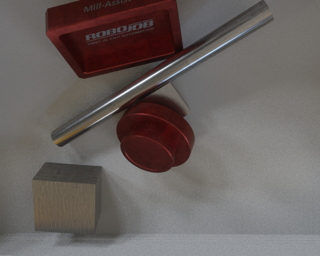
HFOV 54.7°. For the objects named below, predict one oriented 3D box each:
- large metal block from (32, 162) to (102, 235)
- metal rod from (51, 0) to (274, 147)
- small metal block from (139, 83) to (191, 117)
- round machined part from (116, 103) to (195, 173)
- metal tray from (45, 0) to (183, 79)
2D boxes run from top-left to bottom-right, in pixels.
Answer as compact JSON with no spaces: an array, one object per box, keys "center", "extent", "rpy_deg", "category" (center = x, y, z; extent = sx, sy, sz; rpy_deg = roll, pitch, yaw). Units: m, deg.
[{"center":[-0.126,0.098,0.432],"extent":[0.081,0.050,0.079],"rpy_deg":[5,110,-2],"category":"large metal block"},{"center":[-0.011,-0.055,0.372],"extent":[0.300,0.025,0.025],"rpy_deg":[-29,108,17],"category":"metal rod"},{"center":[0.004,-0.030,0.401],"extent":[0.050,0.025,0.050],"rpy_deg":[-34,107,11],"category":"small metal block"},{"center":[-0.010,0.019,0.385],"extent":[0.098,0.042,0.097],"rpy_deg":[14,139,13],"category":"round machined part"},{"center":[-0.044,-0.103,0.340],"extent":[0.131,0.090,0.030],"rpy_deg":[-13,66,4],"category":"metal tray"}]
